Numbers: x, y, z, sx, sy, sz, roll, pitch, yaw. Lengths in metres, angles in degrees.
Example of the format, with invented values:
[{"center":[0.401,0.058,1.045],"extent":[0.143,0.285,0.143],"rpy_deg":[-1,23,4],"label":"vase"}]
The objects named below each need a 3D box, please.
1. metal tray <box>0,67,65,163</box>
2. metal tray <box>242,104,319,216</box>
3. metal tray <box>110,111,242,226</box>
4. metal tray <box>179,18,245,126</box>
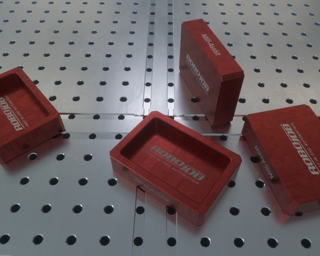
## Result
[{"center":[-0.203,-0.023,0.422],"extent":[0.091,0.030,0.130],"rpy_deg":[-32,57,-24],"label":"metal tray"},{"center":[0.168,0.032,0.378],"extent":[0.091,0.030,0.130],"rpy_deg":[-10,51,-9],"label":"metal tray"},{"center":[0.018,0.041,0.369],"extent":[0.130,0.030,0.090],"rpy_deg":[29,56,22],"label":"metal tray"},{"center":[0.065,-0.079,0.432],"extent":[0.030,0.090,0.130],"rpy_deg":[-15,52,-12],"label":"metal tray"}]
